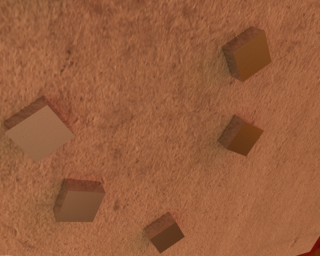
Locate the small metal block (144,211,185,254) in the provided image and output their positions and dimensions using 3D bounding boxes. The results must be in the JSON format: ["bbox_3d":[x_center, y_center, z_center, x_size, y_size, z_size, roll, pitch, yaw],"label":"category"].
[{"bbox_3d":[0.008,0.177,0.523,0.050,0.025,0.050,-32,129,-8],"label":"small metal block"}]

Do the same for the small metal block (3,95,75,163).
[{"bbox_3d":[-0.130,0.001,0.337,0.050,0.025,0.050,-35,129,-5],"label":"small metal block"}]

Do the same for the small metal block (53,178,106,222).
[{"bbox_3d":[-0.107,0.096,0.409,0.050,0.025,0.050,13,112,-34],"label":"small metal block"}]

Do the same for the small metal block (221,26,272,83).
[{"bbox_3d":[0.116,-0.098,0.412,0.050,0.025,0.050,-35,129,-5],"label":"small metal block"}]

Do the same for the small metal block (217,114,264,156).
[{"bbox_3d":[0.127,0.012,0.486,0.050,0.025,0.050,21,107,-36],"label":"small metal block"}]
